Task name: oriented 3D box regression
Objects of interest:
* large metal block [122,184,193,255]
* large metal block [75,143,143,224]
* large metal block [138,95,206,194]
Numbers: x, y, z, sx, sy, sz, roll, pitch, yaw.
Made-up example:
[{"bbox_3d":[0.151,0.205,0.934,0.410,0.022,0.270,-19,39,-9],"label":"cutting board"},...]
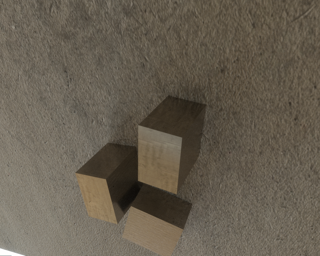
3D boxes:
[{"bbox_3d":[-0.005,0.143,0.477,0.080,0.050,0.079,22,127,7],"label":"large metal block"},{"bbox_3d":[-0.070,0.079,0.457,0.050,0.080,0.079,7,121,25],"label":"large metal block"},{"bbox_3d":[0.015,0.018,0.374,0.050,0.080,0.079,16,125,19],"label":"large metal block"}]
